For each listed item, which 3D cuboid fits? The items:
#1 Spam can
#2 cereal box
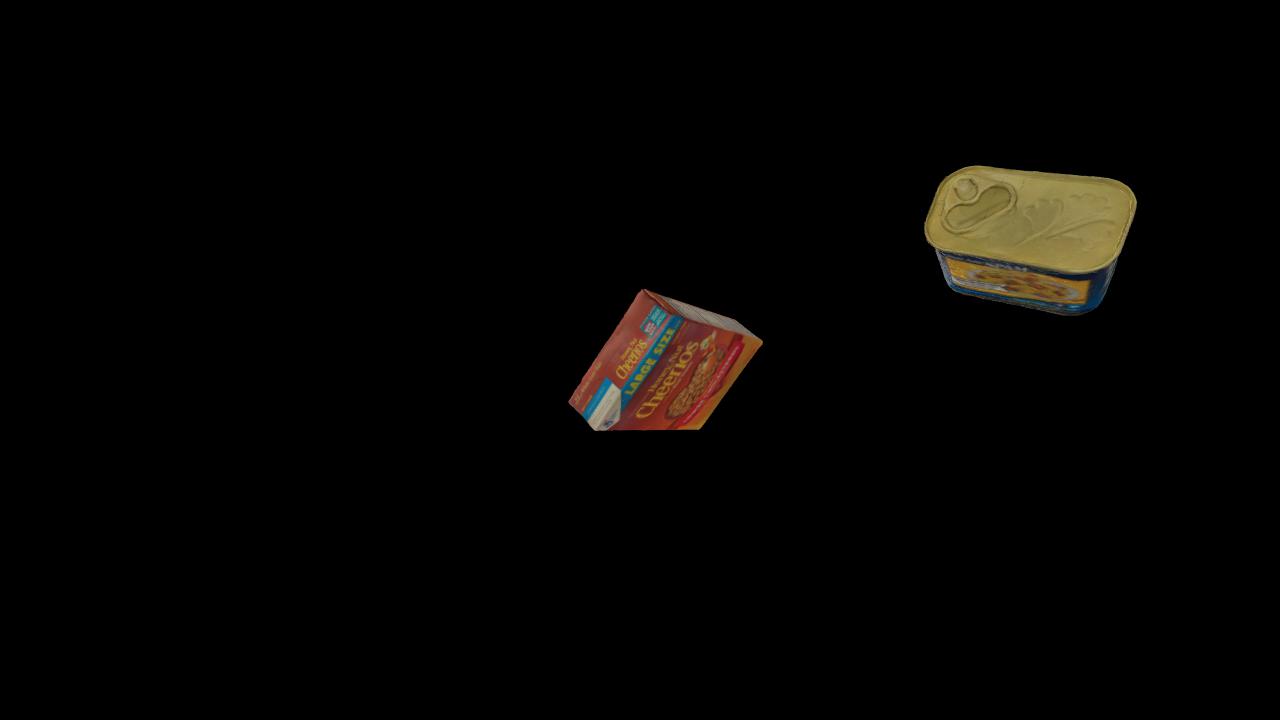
[{"bbox_3d":[0.241,-0.072,0.387,0.101,0.058,0.085,21,-3,36],"label":"Spam can"},{"bbox_3d":[0.052,0.015,0.964,0.081,0.203,0.306,43,18,29],"label":"cereal box"}]
